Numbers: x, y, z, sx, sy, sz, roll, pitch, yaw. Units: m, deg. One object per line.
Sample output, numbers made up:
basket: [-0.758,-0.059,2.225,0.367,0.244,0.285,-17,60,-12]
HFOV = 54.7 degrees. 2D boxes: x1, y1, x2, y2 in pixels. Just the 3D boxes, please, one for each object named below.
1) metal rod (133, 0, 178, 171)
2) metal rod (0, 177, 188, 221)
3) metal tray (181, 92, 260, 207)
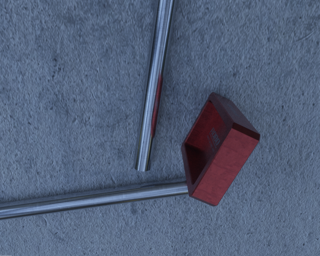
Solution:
metal rod: [-0.003,-0.084,0.378,0.025,0.025,0.298,8,110,-3]
metal rod: [-0.110,0.104,0.446,0.302,0.025,0.025,-8,110,2]
metal tray: [0.062,0.017,0.361,0.030,0.130,0.089,25,108,-9]
